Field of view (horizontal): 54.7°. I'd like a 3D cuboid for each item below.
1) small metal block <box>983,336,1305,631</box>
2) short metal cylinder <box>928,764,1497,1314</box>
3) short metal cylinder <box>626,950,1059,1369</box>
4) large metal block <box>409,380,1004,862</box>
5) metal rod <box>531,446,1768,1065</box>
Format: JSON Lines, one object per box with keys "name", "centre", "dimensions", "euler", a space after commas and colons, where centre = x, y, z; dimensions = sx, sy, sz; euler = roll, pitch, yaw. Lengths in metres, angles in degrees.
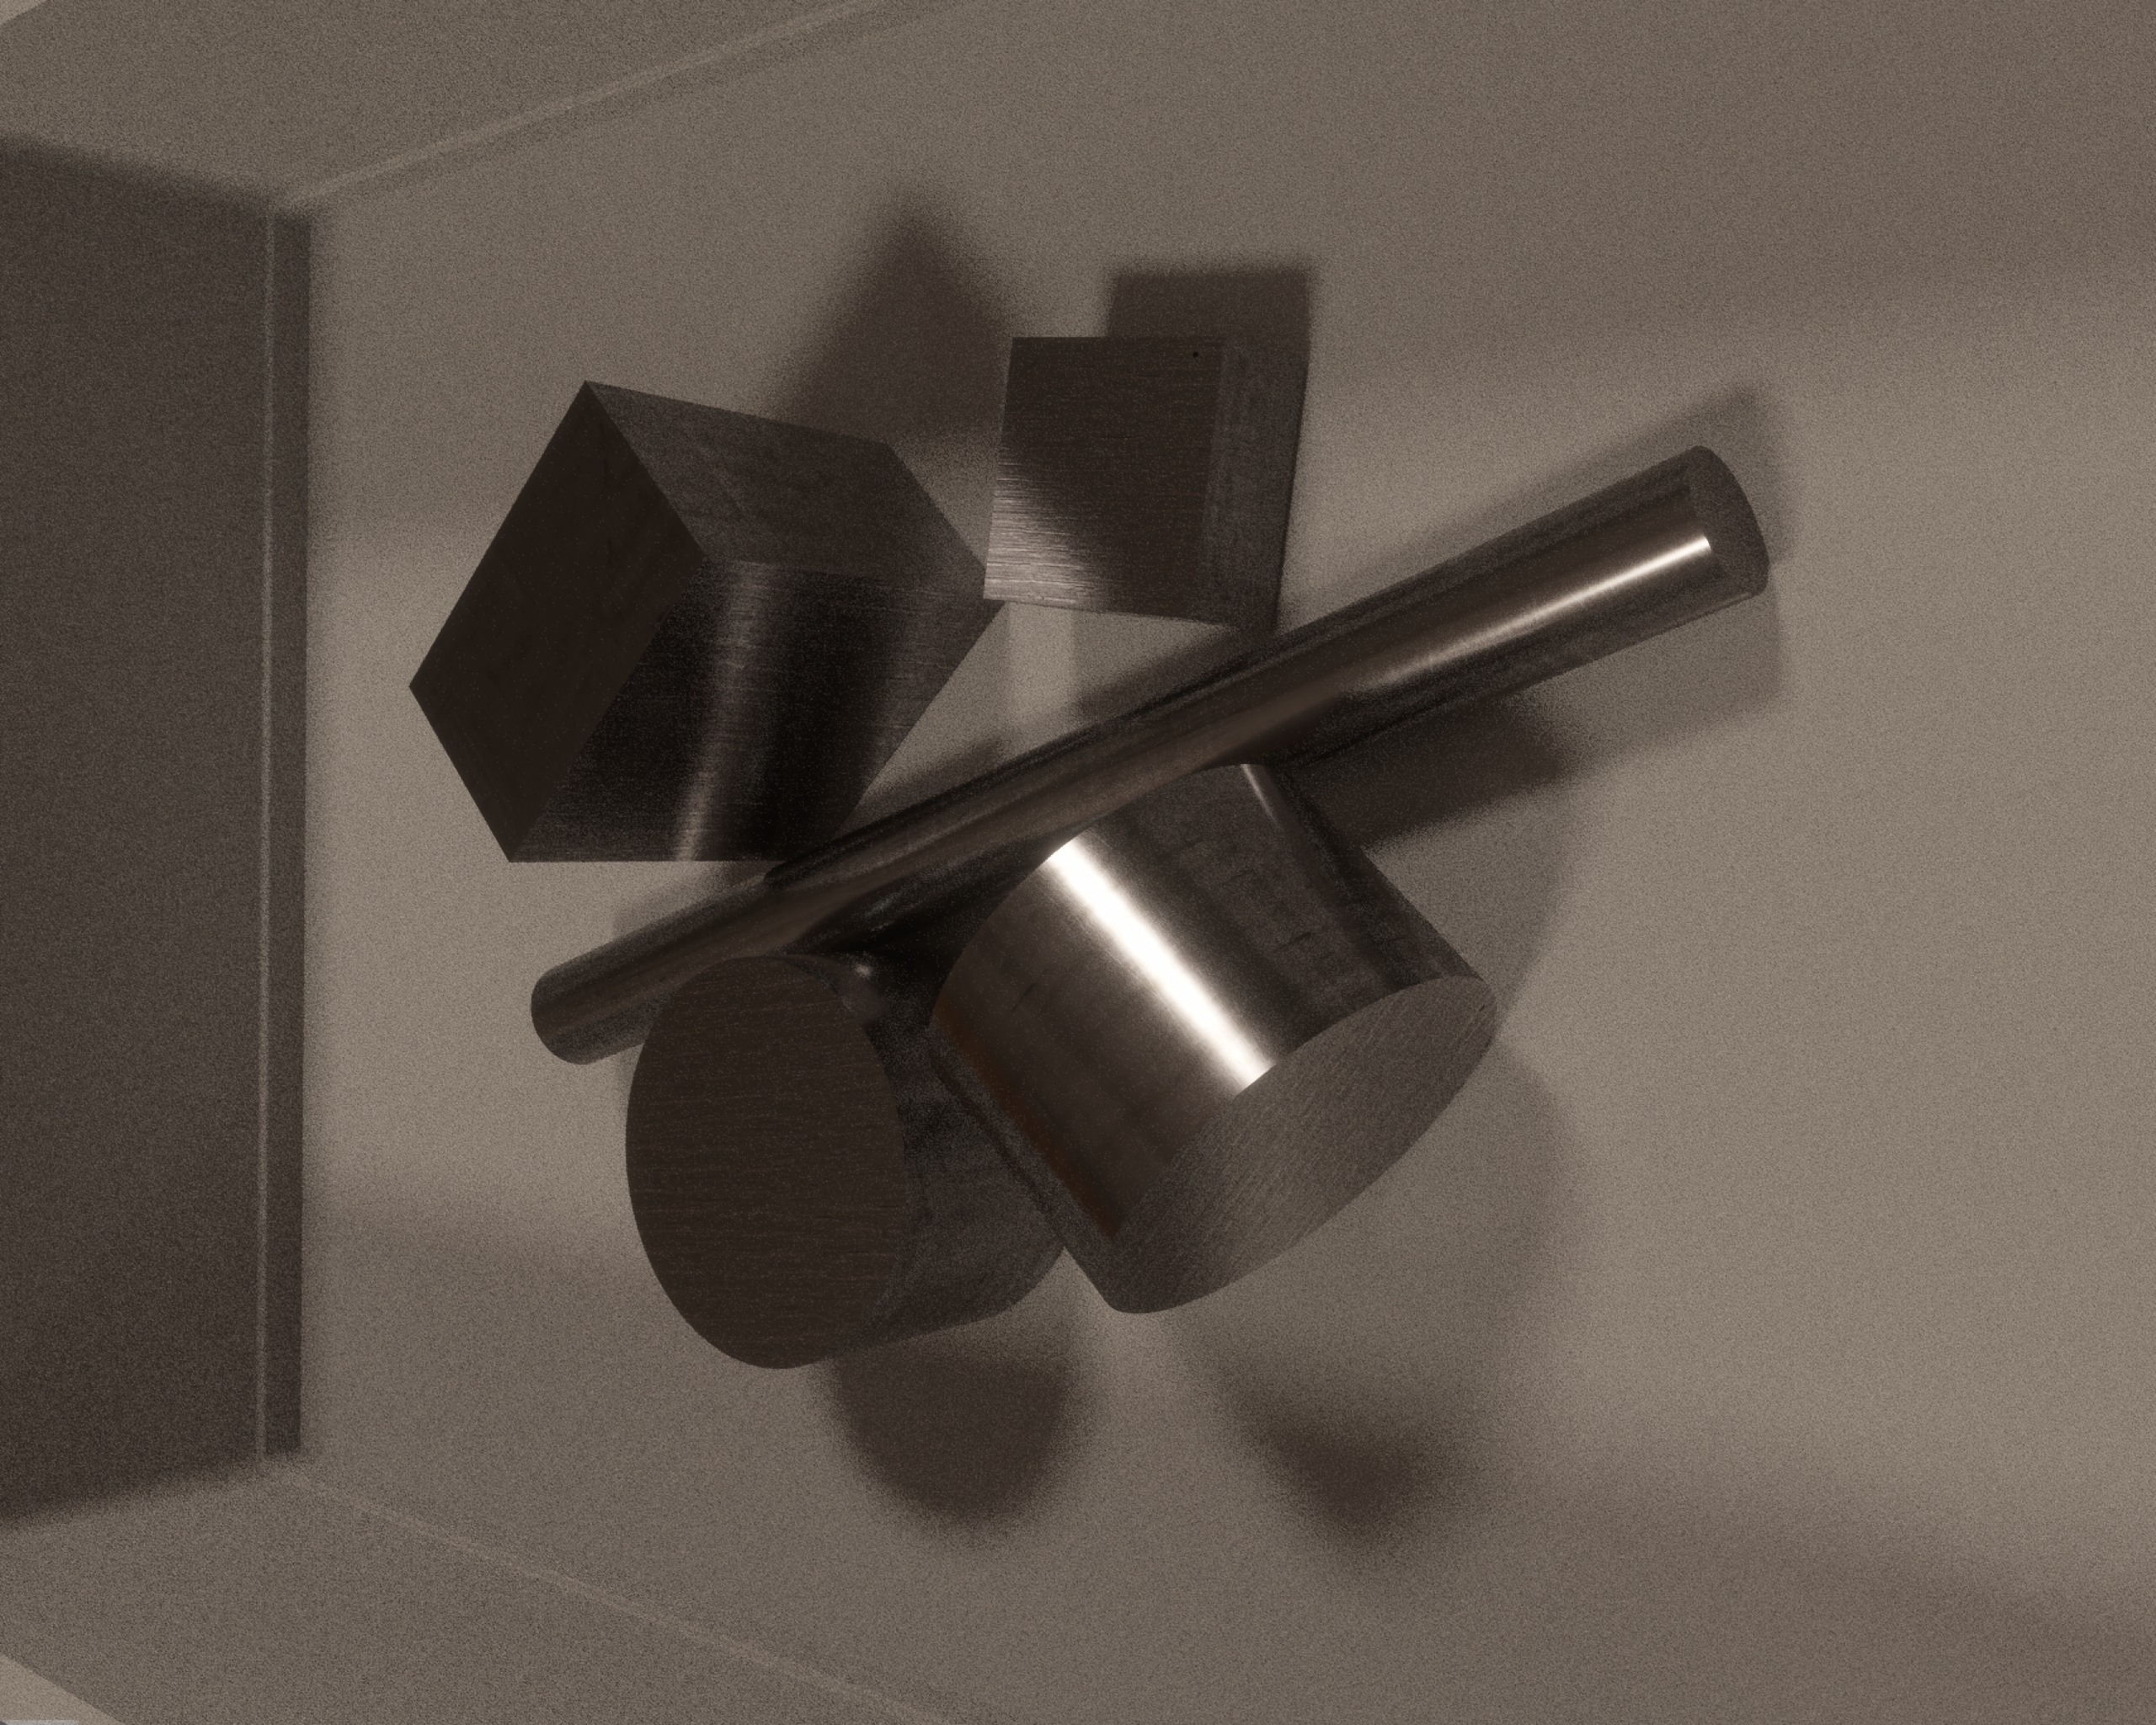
{"name": "small metal block", "centre": [0.012, -0.072, 0.393], "dimensions": [0.050, 0.025, 0.050], "euler": [11, 97, 39]}
{"name": "short metal cylinder", "centre": [0.022, 0.030, 0.349], "dimensions": [0.050, 0.081, 0.080], "euler": [50, 119, 28]}
{"name": "short metal cylinder", "centre": [-0.046, 0.058, 0.424], "dimensions": [0.080, 0.050, 0.079], "euler": [0, 90, 39]}
{"name": "large metal block", "centre": [-0.076, -0.046, 0.430], "dimensions": [0.080, 0.081, 0.050], "euler": [-51, 61, 28]}
{"name": "metal rod", "centre": [-0.010, -0.008, 0.412], "dimensions": [0.299, 0.025, 0.025], "euler": [-22, 76, 37]}
